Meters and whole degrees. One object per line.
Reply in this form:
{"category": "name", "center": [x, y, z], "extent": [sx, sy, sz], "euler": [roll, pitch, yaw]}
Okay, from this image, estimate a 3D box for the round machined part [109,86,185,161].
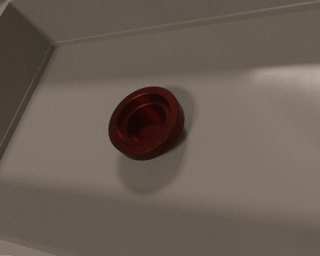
{"category": "round machined part", "center": [-0.014, -0.002, 0.402], "extent": [0.098, 0.042, 0.098], "euler": [-13, 56, 20]}
